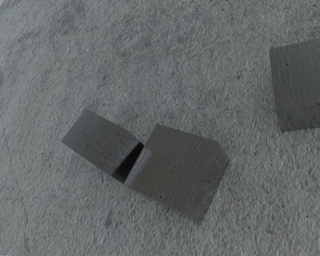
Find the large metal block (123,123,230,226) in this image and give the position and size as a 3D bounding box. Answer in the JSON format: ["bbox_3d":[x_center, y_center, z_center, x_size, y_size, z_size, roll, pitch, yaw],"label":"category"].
[{"bbox_3d":[0.020,0.050,0.347,0.080,0.050,0.080,17,71,34],"label":"large metal block"}]

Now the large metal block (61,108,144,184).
[{"bbox_3d":[-0.059,0.029,0.382,0.080,0.080,0.050,26,76,37],"label":"large metal block"}]

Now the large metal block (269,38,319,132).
[{"bbox_3d":[0.165,-0.047,0.330,0.080,0.050,0.080,-8,58,24],"label":"large metal block"}]
